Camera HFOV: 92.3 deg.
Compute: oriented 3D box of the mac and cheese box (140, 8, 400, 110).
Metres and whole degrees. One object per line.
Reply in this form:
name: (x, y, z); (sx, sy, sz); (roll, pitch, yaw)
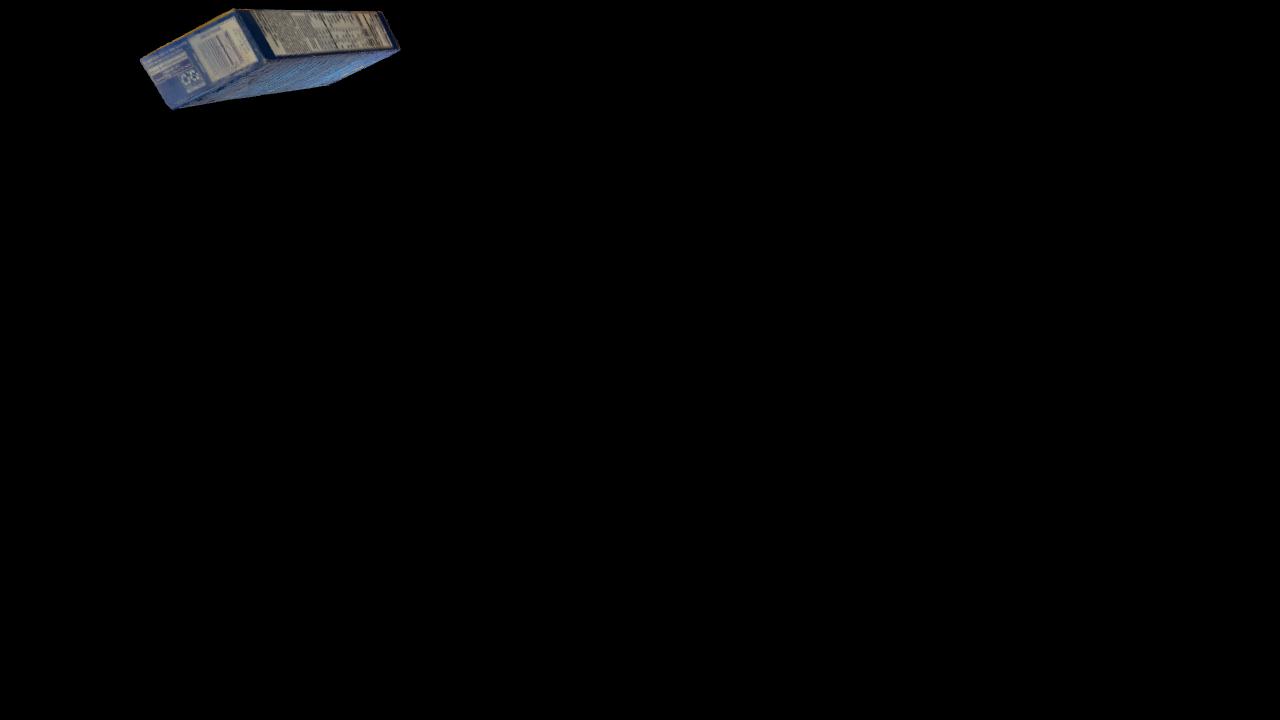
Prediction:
mac and cheese box: (-0.282, -0.245, 0.494); (0.093, 0.041, 0.184); (-15, 25, 18)
